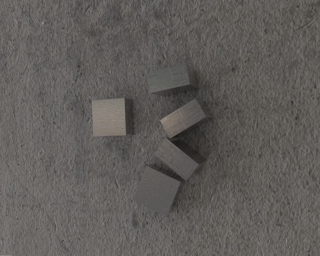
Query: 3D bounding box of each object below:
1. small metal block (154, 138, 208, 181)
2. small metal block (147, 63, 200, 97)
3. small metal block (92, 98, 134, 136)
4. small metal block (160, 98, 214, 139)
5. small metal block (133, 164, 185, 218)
[{"bbox_3d":[0.027,0.036,0.386,0.050,0.050,0.025,39,103,16],"label":"small metal block"},{"bbox_3d":[0.018,-0.059,0.389,0.050,0.050,0.025,-10,87,20],"label":"small metal block"},{"bbox_3d":[-0.066,-0.014,0.432,0.050,0.025,0.050,-3,89,20],"label":"small metal block"},{"bbox_3d":[0.035,-0.011,0.383,0.050,0.050,0.025,-32,80,17],"label":"small metal block"},{"bbox_3d":[-0.001,0.081,0.409,0.050,0.025,0.050,23,98,18],"label":"small metal block"}]
